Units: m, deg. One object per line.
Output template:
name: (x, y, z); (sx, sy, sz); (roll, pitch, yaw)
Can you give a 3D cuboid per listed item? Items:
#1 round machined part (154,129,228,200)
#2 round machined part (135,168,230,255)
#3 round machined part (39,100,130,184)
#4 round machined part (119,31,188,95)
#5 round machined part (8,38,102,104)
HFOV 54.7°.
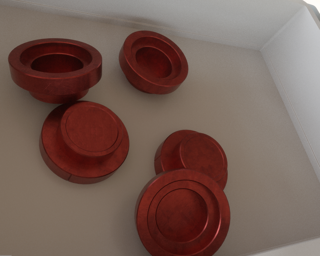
round machined part: (0.046, 0.045, 0.394); (0.099, 0.042, 0.098); (14, 56, -21)
round machined part: (0.022, 0.092, 0.334); (0.099, 0.042, 0.097); (1, 86, -10)
round machined part: (-0.080, 0.010, 0.346); (0.099, 0.042, 0.098); (14, 56, -21)
round machined part: (-0.012, -0.088, 0.443); (0.099, 0.042, 0.098); (14, 56, -21)
round machined part: (-0.117, -0.063, 0.355); (0.099, 0.042, 0.098); (6, 38, -4)
